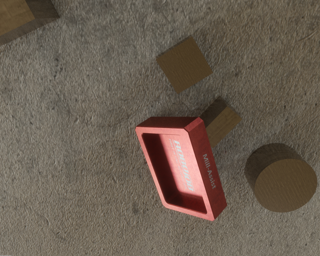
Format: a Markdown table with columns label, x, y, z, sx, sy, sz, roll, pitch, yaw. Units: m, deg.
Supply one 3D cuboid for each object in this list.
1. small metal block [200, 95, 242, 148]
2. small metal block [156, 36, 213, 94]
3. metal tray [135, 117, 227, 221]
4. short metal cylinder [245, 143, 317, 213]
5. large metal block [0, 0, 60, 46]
| label | x | y | z | sx | sy | sz | roll | pitch | yaw |
| --- | --- | --- | --- | --- | --- | --- | --- | --- | --- |
| small metal block | 0.072 | -0.009 | 0.394 | 0.025 | 0.050 | 0.050 | 39 | 105 | -13 |
| small metal block | 0.030 | -0.078 | 0.381 | 0.050 | 0.025 | 0.050 | -31 | 108 | 10 |
| metal tray | 0.027 | 0.050 | 0.397 | 0.090 | 0.030 | 0.129 | 2 | 118 | 45 |
| short metal cylinder | 0.162 | 0.067 | 0.423 | 0.081 | 0.050 | 0.079 | 0 | 110 | 0 |
| large metal block | -0.167 | -0.125 | 0.333 | 0.080 | 0.080 | 0.050 | -22 | 109 | 8 |
